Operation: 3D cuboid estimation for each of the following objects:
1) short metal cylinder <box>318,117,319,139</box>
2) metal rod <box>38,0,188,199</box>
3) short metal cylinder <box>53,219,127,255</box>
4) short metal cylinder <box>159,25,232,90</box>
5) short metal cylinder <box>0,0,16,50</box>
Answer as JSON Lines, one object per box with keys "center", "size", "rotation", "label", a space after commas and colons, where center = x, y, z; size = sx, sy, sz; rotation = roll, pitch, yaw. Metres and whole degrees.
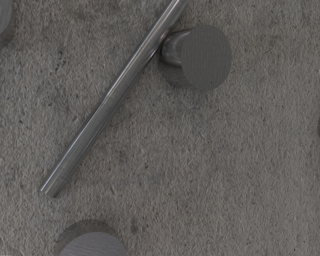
{"center": [0.312, 0.000, 0.511], "size": [0.081, 0.050, 0.080], "rotation": [0, 90, -20], "label": "short metal cylinder"}
{"center": [-0.052, -0.048, 0.390], "size": [0.025, 0.025, 0.300], "rotation": [36, 78, -17], "label": "metal rod"}
{"center": [-0.083, 0.155, 0.366], "size": [0.081, 0.050, 0.080], "rotation": [0, 90, -20], "label": "short metal cylinder"}
{"center": [0.046, -0.090, 0.404], "size": [0.081, 0.050, 0.079], "rotation": [-6, 101, -30], "label": "short metal cylinder"}
{"center": [-0.197, -0.121, 0.323], "size": [0.081, 0.050, 0.080], "rotation": [0, 90, -20], "label": "short metal cylinder"}
